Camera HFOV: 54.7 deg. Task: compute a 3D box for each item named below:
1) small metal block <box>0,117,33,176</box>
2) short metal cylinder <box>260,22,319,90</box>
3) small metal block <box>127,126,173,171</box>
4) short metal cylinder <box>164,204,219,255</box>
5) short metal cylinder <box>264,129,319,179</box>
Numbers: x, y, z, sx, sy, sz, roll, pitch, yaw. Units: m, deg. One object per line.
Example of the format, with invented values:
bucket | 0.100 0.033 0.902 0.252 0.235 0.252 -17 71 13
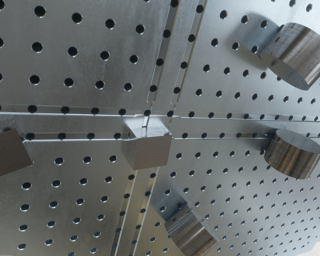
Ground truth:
small metal block | -0.172 0.023 0.332 0.050 0.025 0.050 -20 126 -16
short metal cylinder | 0.184 -0.095 0.417 0.080 0.080 0.050 34 99 -39
small metal block | -0.015 0.027 0.420 0.050 0.025 0.050 -5 121 -26
short metal cylinder | 0.052 0.172 0.511 0.050 0.080 0.080 -42 130 0
short metal cylinder | 0.226 0.043 0.526 0.081 0.080 0.050 3 117 -30
